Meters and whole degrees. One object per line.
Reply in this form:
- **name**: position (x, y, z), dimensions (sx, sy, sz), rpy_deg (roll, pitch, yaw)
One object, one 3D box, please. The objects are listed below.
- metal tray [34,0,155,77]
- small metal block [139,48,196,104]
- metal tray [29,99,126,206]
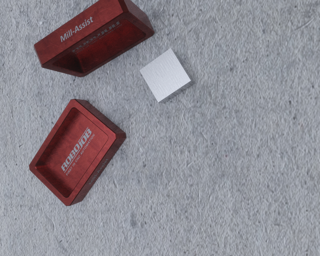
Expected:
- **metal tray**: position (-0.082, -0.115, 0.402), dimensions (0.130, 0.090, 0.030), rpy_deg (-26, 82, 18)
- **small metal block**: position (0.010, -0.067, 0.405), dimensions (0.050, 0.025, 0.050), rpy_deg (-33, 80, 16)
- **metal tray**: position (-0.121, 0.035, 0.447), dimensions (0.090, 0.030, 0.129), rpy_deg (39, 102, 15)
